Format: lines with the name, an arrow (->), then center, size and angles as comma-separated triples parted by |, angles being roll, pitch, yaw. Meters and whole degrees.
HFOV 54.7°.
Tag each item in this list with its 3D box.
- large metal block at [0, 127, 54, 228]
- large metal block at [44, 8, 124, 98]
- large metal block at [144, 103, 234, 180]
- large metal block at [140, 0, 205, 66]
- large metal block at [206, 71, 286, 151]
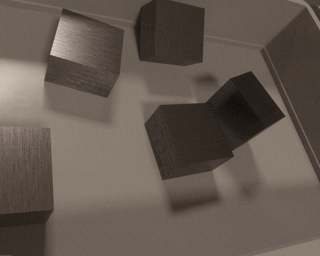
large metal block -> -0.145, 0.046, 0.284 | 0.081, 0.050, 0.080 | 2, 61, -28
large metal block -> -0.095, -0.094, 0.397 | 0.081, 0.050, 0.080 | 14, 56, -21
large metal block -> 0.036, 0.015, 0.401 | 0.081, 0.050, 0.080 | -5, 64, -31
large metal block -> 0.018, -0.140, 0.464 | 0.081, 0.050, 0.079 | 1, 93, -28
large metal block -> 0.116, -0.022, 0.448 | 0.050, 0.080, 0.080 | -23, 75, -37
